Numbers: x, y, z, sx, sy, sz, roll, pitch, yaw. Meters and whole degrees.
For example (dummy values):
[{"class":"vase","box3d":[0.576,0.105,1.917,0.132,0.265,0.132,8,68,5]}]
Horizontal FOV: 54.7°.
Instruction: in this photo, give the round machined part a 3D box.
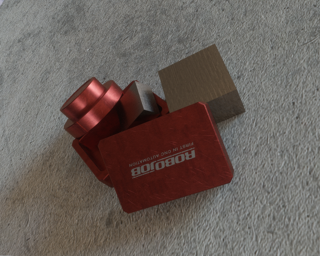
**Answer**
[{"class":"round machined part","box3d":[-0.104,-0.035,0.444,0.098,0.042,0.098,-37,22,18]}]

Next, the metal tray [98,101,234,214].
[{"class":"metal tray","box3d":[0.006,0.034,0.349,0.130,0.030,0.090,-21,90,16]}]

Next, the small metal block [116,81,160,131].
[{"class":"small metal block","box3d":[-0.031,-0.024,0.407,0.050,0.025,0.050,-46,47,33]}]

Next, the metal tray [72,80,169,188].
[{"class":"metal tray","box3d":[-0.049,0.005,0.424,0.130,0.030,0.090,-46,51,-4]}]

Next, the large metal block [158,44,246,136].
[{"class":"large metal block","box3d":[0.051,-0.047,0.392,0.080,0.050,0.080,-24,53,13]}]
